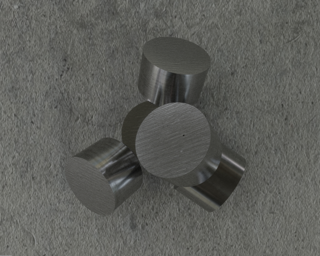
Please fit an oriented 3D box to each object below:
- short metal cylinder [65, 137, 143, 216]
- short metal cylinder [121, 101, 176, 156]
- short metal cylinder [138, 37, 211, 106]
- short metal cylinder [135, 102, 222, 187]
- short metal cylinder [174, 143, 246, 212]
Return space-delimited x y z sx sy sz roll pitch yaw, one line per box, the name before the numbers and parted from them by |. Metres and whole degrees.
short metal cylinder | -0.068 0.058 0.377 0.080 0.050 0.079 19 125 29
short metal cylinder | -0.006 0.006 0.398 0.081 0.050 0.080 0 90 -1
short metal cylinder | 0.016 -0.068 0.377 0.080 0.080 0.050 14 133 0
short metal cylinder | 0.021 0.019 0.332 0.080 0.050 0.080 -8 67 21
short metal cylinder | 0.061 0.056 0.384 0.050 0.080 0.080 35 90 0
